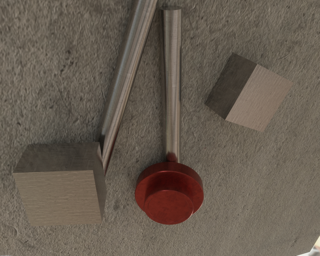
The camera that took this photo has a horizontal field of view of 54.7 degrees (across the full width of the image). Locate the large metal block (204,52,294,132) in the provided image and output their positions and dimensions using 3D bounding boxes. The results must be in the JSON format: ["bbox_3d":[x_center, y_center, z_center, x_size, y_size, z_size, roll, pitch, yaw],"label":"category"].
[{"bbox_3d":[0.123,-0.048,0.430,0.081,0.050,0.080,15,111,-35],"label":"large metal block"}]

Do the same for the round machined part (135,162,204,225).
[{"bbox_3d":[0.013,0.099,0.440,0.099,0.042,0.097,2,123,3],"label":"round machined part"}]

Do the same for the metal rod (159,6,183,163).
[{"bbox_3d":[0.016,-0.004,0.414,0.025,0.025,0.298,-15,125,-20],"label":"metal rod"}]

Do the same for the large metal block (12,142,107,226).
[{"bbox_3d":[-0.108,0.064,0.354,0.081,0.050,0.079,-2,122,-1],"label":"large metal block"}]

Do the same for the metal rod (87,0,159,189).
[{"bbox_3d":[-0.040,-0.058,0.349,0.025,0.025,0.298,6,116,-31],"label":"metal rod"}]
